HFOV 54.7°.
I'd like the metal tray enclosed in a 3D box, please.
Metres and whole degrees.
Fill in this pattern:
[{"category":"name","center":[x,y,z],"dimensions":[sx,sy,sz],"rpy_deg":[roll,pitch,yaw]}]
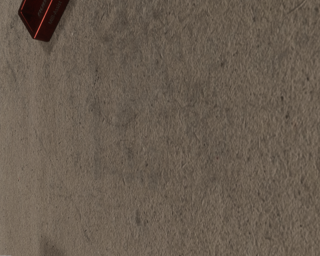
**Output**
[{"category":"metal tray","center":[-0.212,-0.238,0.572],"dimensions":[0.129,0.030,0.090],"rpy_deg":[-51,61,27]}]
